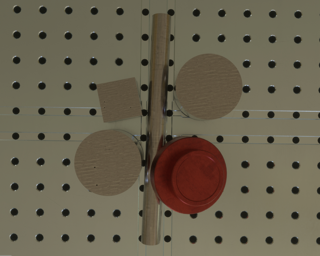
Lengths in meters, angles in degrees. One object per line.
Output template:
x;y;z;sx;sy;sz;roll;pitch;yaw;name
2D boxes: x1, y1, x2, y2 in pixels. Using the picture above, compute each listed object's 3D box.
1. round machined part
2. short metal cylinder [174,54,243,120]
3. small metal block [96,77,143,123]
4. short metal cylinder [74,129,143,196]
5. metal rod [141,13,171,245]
0.041;0.060;0.389;0.099;0.042;0.097;0;90;-16;round machined part
0.059;-0.050;0.397;0.081;0.050;0.079;0;90;0;short metal cylinder
-0.052;-0.036;0.409;0.050;0.025;0.050;-11;90;0;small metal block
-0.062;0.042;0.396;0.081;0.050;0.079;0;90;0;short metal cylinder
-0.005;0.002;0.409;0.025;0.025;0.298;3;90;0;metal rod
